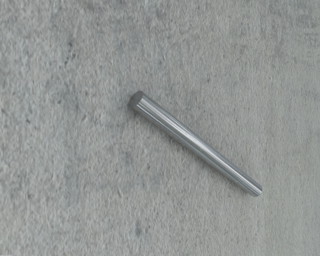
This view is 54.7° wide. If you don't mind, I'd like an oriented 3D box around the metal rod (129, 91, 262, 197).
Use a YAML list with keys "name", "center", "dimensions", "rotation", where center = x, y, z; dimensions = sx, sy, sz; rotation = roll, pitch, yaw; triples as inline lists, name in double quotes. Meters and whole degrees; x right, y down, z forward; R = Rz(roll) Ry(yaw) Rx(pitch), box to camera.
- name: "metal rod"
  center: [0.070, 0.038, 0.466]
  dimensions: [0.301, 0.025, 0.025]
  rotation: [36, 68, -34]
